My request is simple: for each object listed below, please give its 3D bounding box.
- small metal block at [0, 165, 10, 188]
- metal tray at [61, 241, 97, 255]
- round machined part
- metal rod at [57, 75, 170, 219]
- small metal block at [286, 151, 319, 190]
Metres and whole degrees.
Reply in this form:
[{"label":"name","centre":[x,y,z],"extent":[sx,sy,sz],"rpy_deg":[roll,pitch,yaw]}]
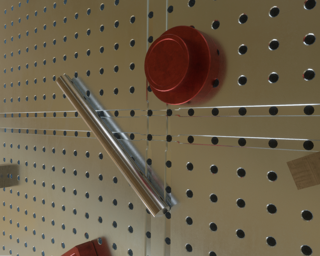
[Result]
[{"label":"small metal block","centre":[-0.373,0.112,0.718],"extent":[0.050,0.025,0.050],"rpy_deg":[-3,88,40]},{"label":"metal tray","centre":[-0.147,0.260,0.527],"extent":[0.129,0.030,0.090],"rpy_deg":[-40,66,32]},{"label":"round machined part","centre":[0.019,-0.077,0.383],"extent":[0.098,0.042,0.097],"rpy_deg":[0,90,40]},{"label":"metal rod","centre":[-0.085,0.013,0.479],"extent":[0.300,0.025,0.025],"rpy_deg":[48,119,29]},{"label":"small metal block","centre":[0.148,0.032,0.271],"extent":[0.050,0.050,0.025],"rpy_deg":[-28,73,36]}]
